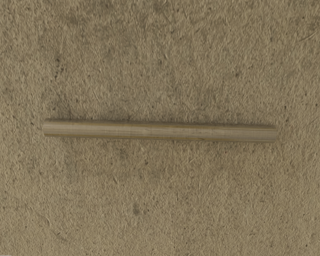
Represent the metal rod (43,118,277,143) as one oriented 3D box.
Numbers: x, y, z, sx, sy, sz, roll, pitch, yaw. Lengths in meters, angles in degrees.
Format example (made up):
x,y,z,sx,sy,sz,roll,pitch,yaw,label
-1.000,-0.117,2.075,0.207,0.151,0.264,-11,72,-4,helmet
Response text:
x,y,z,sx,sy,sz,roll,pitch,yaw,label
0.001,0.004,0.412,0.302,0.025,0.025,2,110,-1,metal rod
